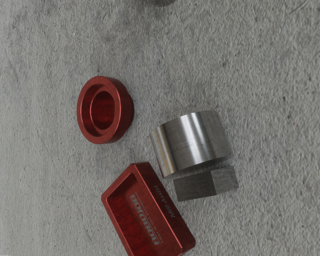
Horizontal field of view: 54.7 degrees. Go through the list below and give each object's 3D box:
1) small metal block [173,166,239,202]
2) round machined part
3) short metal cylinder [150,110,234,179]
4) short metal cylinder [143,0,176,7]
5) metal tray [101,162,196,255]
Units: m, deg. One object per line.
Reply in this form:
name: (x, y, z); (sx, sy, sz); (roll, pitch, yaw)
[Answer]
small metal block: (0.052, 0.062, 0.346); (0.050, 0.050, 0.025); (-21, 77, 38)
round machined part: (-0.076, -0.025, 0.457); (0.098, 0.042, 0.097); (0, 90, 40)
short metal cylinder: (0.034, 0.020, 0.341); (0.080, 0.081, 0.050); (-29, 72, 36)
short metal cylinder: (-0.008, -0.203, 0.395); (0.080, 0.050, 0.080); (0, 90, 40)
metal tray: (-0.021, 0.122, 0.419); (0.090, 0.030, 0.130); (-47, 62, 29)
